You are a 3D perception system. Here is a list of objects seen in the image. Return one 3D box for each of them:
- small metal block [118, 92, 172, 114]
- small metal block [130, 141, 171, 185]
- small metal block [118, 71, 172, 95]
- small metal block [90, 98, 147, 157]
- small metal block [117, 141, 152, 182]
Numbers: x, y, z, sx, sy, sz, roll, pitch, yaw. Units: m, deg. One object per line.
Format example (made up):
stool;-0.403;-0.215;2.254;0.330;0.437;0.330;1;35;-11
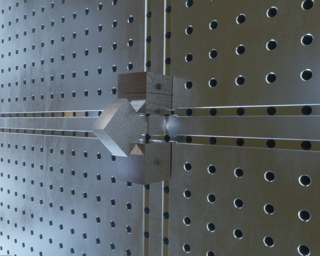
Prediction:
small metal block;-0.020;-0.031;0.407;0.050;0.050;0.025;3;92;39
small metal block;-0.012;0.043;0.399;0.025;0.050;0.050;2;91;40
small metal block;-0.019;-0.057;0.406;0.050;0.050;0.025;3;92;39
small metal block;-0.049;-0.001;0.377;0.025;0.050;0.050;1;48;40
small metal block;-0.031;0.043;0.416;0.025;0.050;0.050;2;91;40
